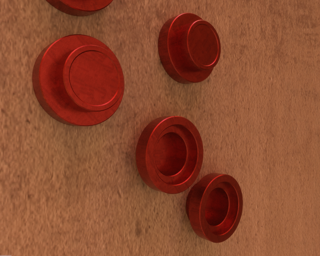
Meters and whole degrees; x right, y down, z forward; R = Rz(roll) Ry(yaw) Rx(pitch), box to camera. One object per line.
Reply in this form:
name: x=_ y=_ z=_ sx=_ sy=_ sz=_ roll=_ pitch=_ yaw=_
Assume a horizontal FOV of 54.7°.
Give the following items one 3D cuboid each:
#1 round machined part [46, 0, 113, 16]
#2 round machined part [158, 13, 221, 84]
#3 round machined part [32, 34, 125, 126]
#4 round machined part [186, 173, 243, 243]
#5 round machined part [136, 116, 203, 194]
round machined part: x=-0.083 y=-0.172 z=0.325 sx=0.099 sy=0.042 sz=0.097 roll=0 pitch=90 yaw=-40
round machined part: x=0.048 y=-0.113 z=0.436 sx=0.099 sy=0.042 sz=0.097 roll=0 pitch=90 yaw=-40
round machined part: x=-0.078 y=-0.051 z=0.329 sx=0.099 sy=0.042 sz=0.097 roll=0 pitch=90 yaw=-40
round machined part: x=0.077 y=0.115 z=0.461 sx=0.099 sy=0.042 sz=0.097 roll=0 pitch=90 yaw=-40
round machined part: x=0.008 y=0.033 z=0.402 sx=0.099 sy=0.042 sz=0.097 roll=0 pitch=90 yaw=-40
